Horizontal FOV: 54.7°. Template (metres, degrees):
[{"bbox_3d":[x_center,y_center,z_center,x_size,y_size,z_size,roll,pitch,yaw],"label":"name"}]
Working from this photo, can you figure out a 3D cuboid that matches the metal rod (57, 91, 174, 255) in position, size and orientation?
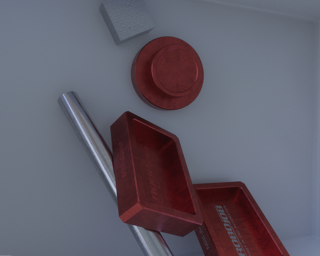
[{"bbox_3d":[-0.031,0.083,0.330,0.025,0.025,0.299,-28,73,-18],"label":"metal rod"}]

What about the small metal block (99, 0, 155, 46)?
[{"bbox_3d":[-0.042,-0.141,0.396,0.050,0.025,0.050,-28,100,-18],"label":"small metal block"}]

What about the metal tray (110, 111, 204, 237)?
[{"bbox_3d":[-0.007,0.049,0.349,0.090,0.130,0.030,27,123,-35],"label":"metal tray"}]

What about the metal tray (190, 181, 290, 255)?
[{"bbox_3d":[0.093,0.128,0.395,0.091,0.130,0.030,1,128,-21],"label":"metal tray"}]

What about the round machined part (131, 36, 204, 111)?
[{"bbox_3d":[0.015,-0.072,0.408,0.099,0.042,0.097,0,90,-21],"label":"round machined part"}]
